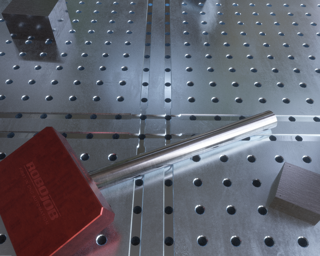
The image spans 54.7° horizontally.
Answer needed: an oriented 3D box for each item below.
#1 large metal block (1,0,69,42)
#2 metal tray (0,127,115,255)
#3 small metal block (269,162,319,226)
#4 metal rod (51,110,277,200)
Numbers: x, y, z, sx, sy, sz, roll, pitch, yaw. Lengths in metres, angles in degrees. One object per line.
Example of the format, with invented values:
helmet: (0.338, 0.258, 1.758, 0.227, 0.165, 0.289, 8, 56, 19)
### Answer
large metal block: (-0.220, -0.203, 0.559, 0.080, 0.050, 0.080, 5, 50, 4)
metal tray: (-0.119, 0.070, 0.326, 0.090, 0.030, 0.130, -39, 58, -6)
small metal block: (0.157, 0.073, 0.349, 0.050, 0.025, 0.050, 21, 53, 16)
metal rod: (0.011, 0.033, 0.380, 0.302, 0.025, 0.025, -18, 53, -15)
